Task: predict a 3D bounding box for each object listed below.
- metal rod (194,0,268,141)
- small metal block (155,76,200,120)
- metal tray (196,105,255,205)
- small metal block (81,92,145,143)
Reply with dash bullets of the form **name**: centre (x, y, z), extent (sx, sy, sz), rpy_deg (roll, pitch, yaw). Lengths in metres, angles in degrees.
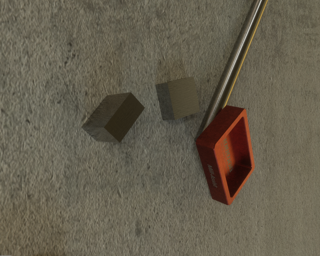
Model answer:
- **metal rod**: centre (0.123, -0.105, 0.510), extent (0.025, 0.025, 0.300), rpy_deg (39, 66, -34)
- **small metal block**: centre (0.025, -0.041, 0.428), extent (0.050, 0.025, 0.050), rpy_deg (-20, 103, -39)
- **metal tray**: centre (0.104, 0.042, 0.469), extent (0.090, 0.030, 0.129), rpy_deg (-45, 132, -31)
- **small metal block**: centre (-0.053, -0.012, 0.346), extent (0.025, 0.050, 0.050), rpy_deg (49, 61, -30)
